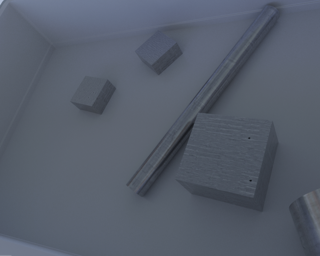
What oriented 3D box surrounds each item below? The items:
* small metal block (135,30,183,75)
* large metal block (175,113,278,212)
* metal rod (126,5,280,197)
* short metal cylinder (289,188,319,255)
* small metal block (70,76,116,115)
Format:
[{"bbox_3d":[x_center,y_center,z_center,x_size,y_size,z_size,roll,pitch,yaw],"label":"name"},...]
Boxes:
[{"bbox_3d":[-0.002,-0.117,0.477,0.050,0.025,0.050,-42,51,-2],"label":"small metal block"},{"bbox_3d":[0.073,0.034,0.330,0.080,0.050,0.080,8,66,31],"label":"large metal block"},{"bbox_3d":[0.060,-0.041,0.397,0.025,0.025,0.300,31,78,37],"label":"metal rod"},{"bbox_3d":[0.151,0.079,0.243,0.080,0.080,0.050,-19,55,16],"label":"short metal cylinder"},{"bbox_3d":[-0.106,-0.053,0.492,0.050,0.025,0.050,14,69,33],"label":"small metal block"}]
